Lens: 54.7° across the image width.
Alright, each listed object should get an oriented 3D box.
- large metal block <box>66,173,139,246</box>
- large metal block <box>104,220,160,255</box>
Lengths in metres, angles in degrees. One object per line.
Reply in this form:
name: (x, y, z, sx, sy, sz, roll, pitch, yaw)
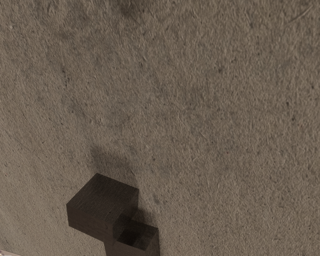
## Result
large metal block: (-0.089, 0.127, 0.495, 0.080, 0.080, 0.050, 18, 125, 17)
large metal block: (-0.048, 0.210, 0.544, 0.080, 0.050, 0.079, 11, 123, 22)
